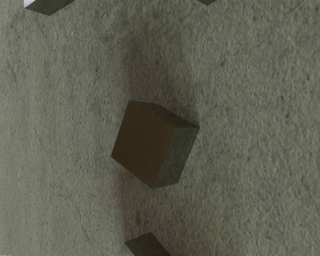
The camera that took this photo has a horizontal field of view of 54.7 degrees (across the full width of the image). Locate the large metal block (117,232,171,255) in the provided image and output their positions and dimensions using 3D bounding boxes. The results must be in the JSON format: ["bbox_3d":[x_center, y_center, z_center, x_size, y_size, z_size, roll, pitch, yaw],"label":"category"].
[{"bbox_3d":[-0.020,0.200,0.403,0.080,0.050,0.079,41,115,32],"label":"large metal block"}]

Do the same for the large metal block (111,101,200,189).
[{"bbox_3d":[-0.008,0.019,0.393,0.080,0.050,0.079,31,109,35],"label":"large metal block"}]

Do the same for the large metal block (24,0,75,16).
[{"bbox_3d":[-0.199,-0.258,0.549,0.080,0.050,0.080,-8,85,39],"label":"large metal block"}]

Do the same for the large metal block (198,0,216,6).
[{"bbox_3d":[0.055,-0.182,0.322,0.080,0.081,0.050,-23,76,37],"label":"large metal block"}]
